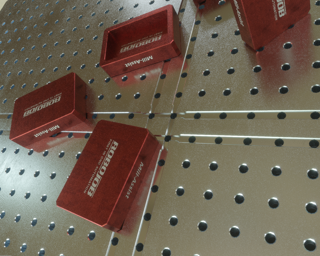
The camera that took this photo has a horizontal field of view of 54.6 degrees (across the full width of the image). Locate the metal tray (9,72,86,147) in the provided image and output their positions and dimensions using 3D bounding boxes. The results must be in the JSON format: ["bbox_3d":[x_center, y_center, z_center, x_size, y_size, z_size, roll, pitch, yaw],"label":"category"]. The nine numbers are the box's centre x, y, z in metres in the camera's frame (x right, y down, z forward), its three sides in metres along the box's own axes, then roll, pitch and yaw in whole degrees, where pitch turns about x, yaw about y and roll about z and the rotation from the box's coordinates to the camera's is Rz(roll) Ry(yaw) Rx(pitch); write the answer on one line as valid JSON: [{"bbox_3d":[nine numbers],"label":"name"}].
[{"bbox_3d":[-0.189,-0.031,0.525,0.130,0.030,0.090,-21,54,15],"label":"metal tray"}]

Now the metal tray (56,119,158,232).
[{"bbox_3d":[-0.068,0.057,0.407,0.090,0.030,0.130,11,67,33],"label":"metal tray"}]

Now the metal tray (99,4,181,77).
[{"bbox_3d":[-0.033,-0.143,0.510,0.130,0.030,0.090,-13,56,21],"label":"metal tray"}]

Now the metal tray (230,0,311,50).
[{"bbox_3d":[0.132,-0.169,0.376,0.090,0.130,0.030,-37,51,4],"label":"metal tray"}]

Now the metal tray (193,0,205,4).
[{"bbox_3d":[0.080,-0.281,0.536,0.090,0.030,0.130,-24,53,13],"label":"metal tray"}]
